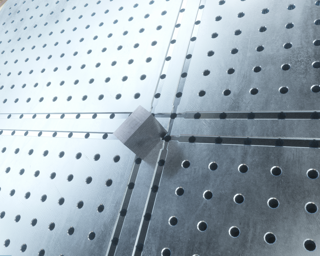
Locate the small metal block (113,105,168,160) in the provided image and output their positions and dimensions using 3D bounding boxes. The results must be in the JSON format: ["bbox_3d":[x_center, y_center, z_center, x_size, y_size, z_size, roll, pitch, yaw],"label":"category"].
[{"bbox_3d":[-0.024,0.007,0.402,0.050,0.050,0.025,-48,51,-5],"label":"small metal block"}]
